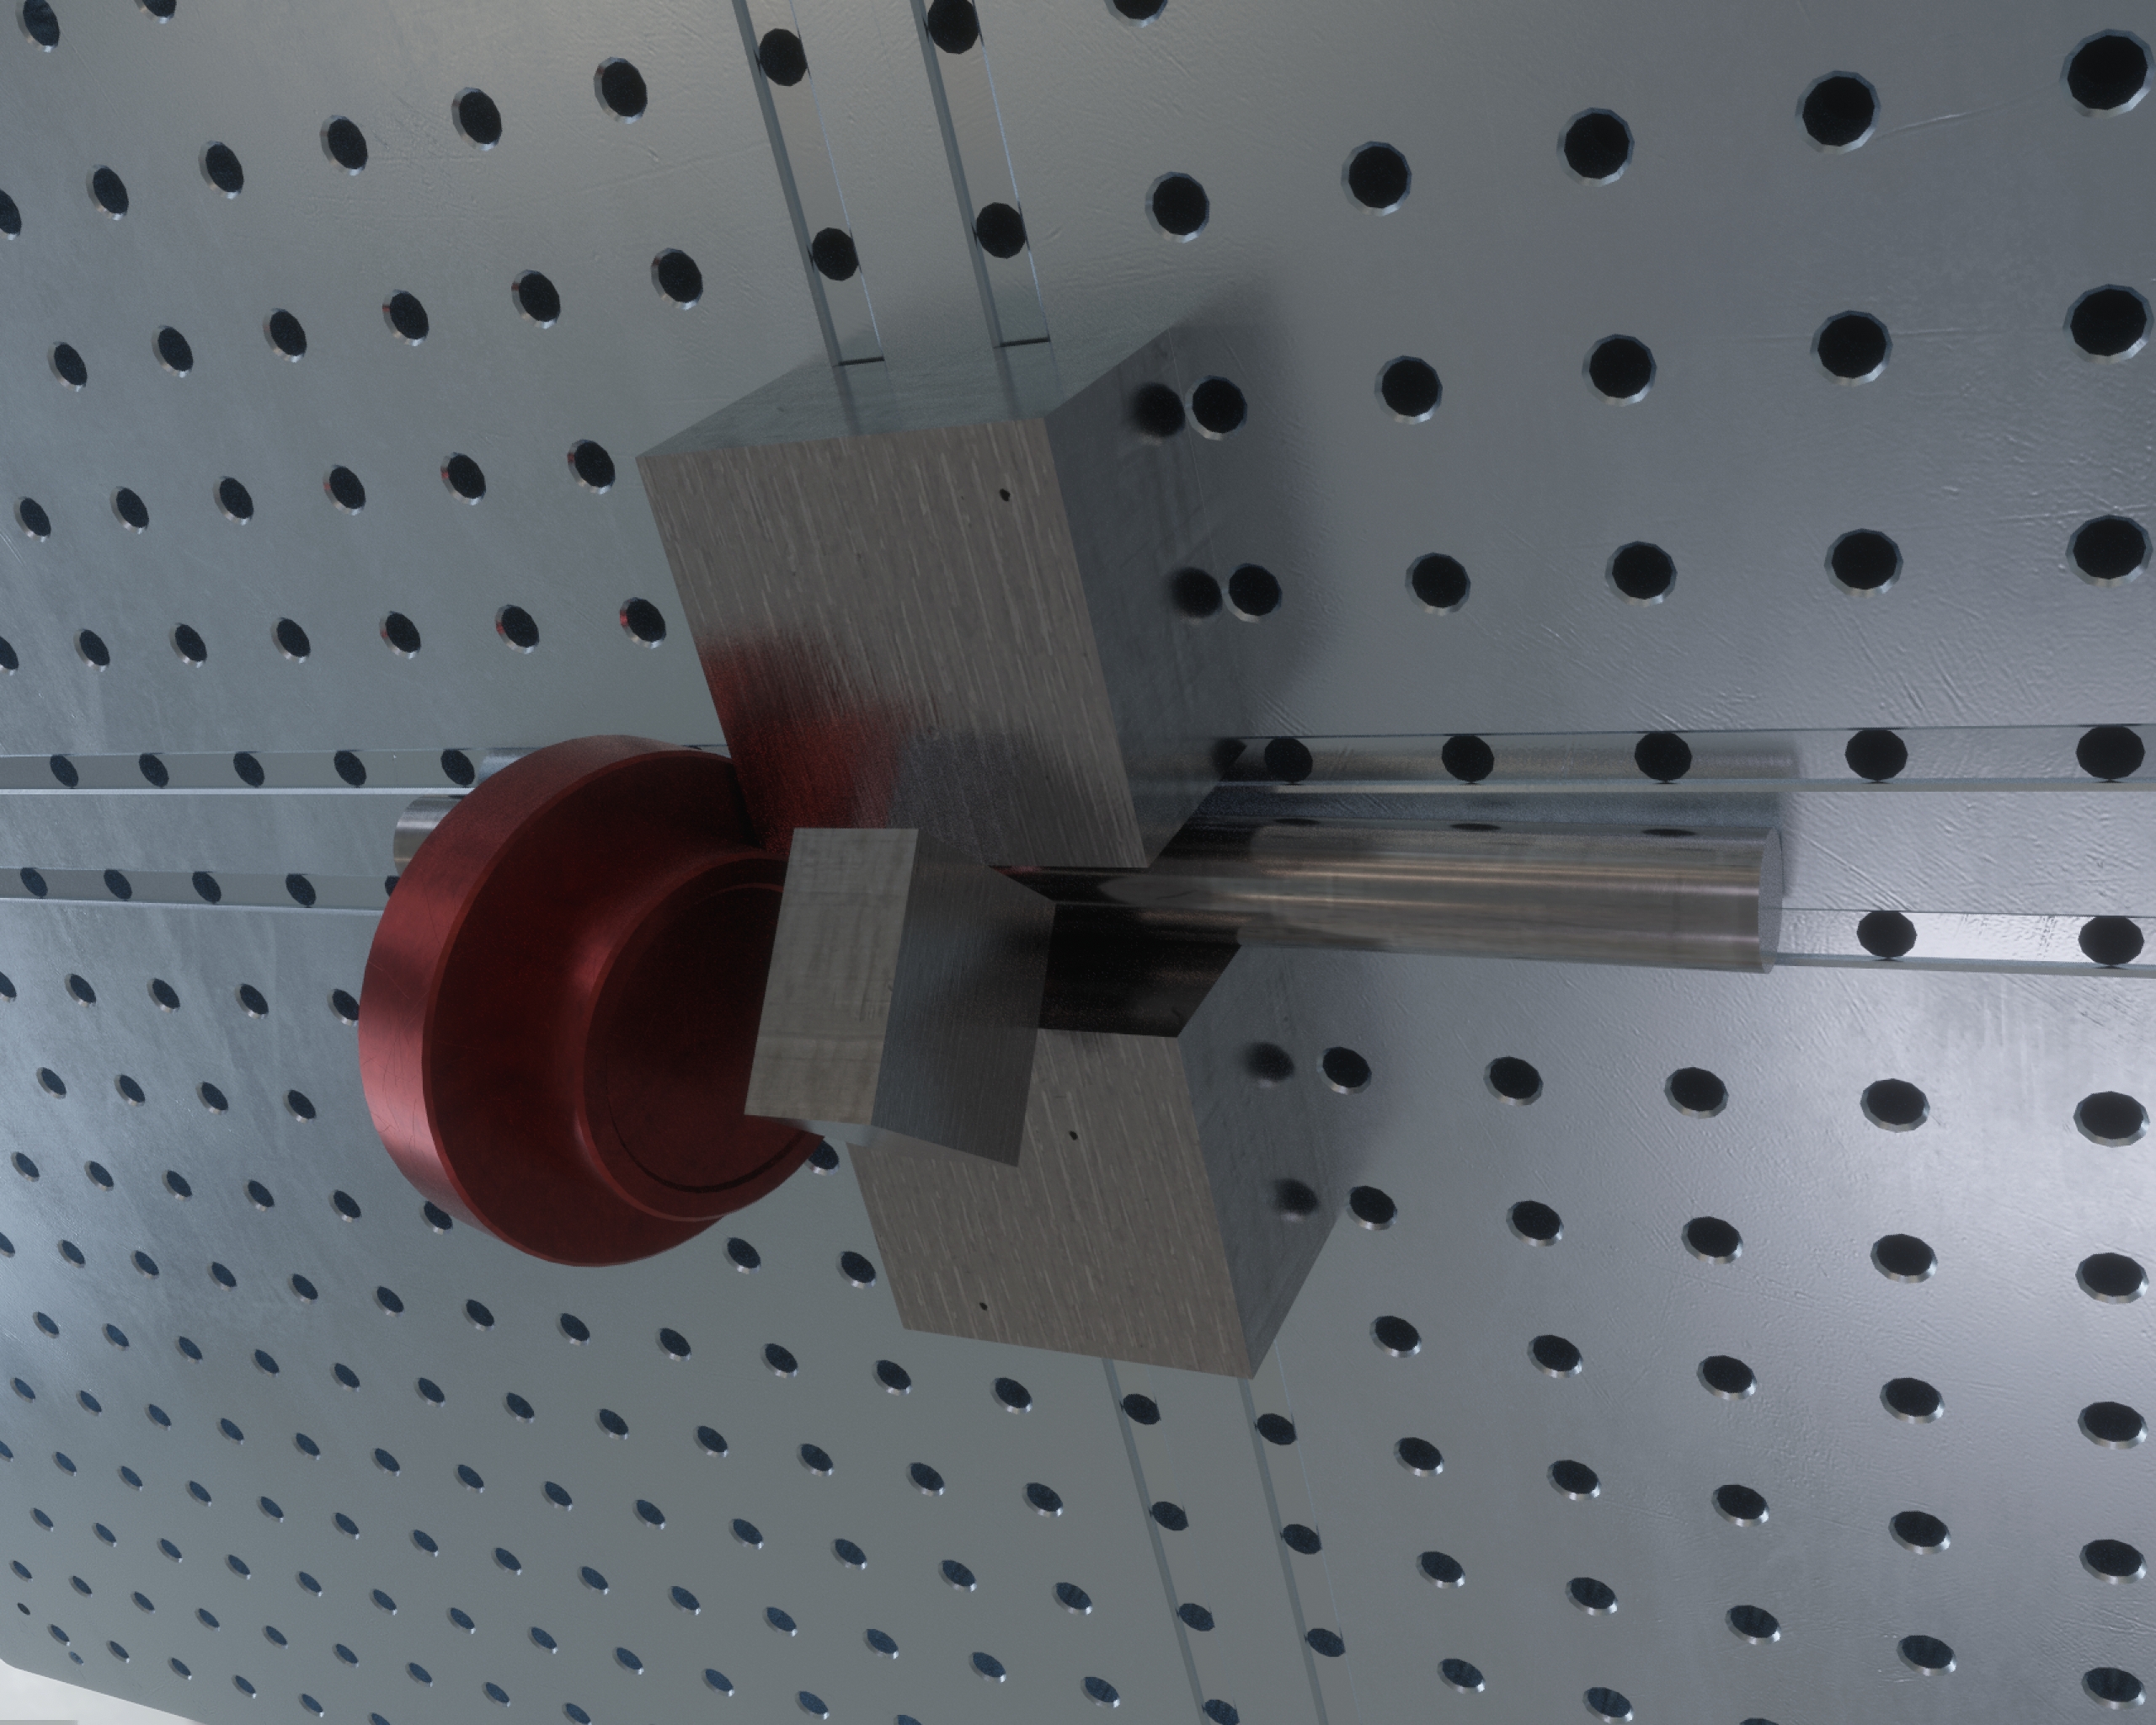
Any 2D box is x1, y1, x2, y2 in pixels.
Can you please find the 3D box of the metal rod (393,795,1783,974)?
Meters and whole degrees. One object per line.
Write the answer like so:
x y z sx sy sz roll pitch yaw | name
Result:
-0.017 0.001 0.421 0.300 0.025 0.025 2 120 27 | metal rod

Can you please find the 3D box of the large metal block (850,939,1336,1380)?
0.001 0.053 0.428 0.080 0.050 0.080 1 119 27 | large metal block

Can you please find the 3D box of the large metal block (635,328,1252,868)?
-0.022 -0.046 0.378 0.080 0.050 0.080 1 119 28 | large metal block

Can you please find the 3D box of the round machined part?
-0.077 0.028 0.384 0.042 0.099 0.097 13 125 38 | round machined part

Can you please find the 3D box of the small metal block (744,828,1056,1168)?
-0.030 0.025 0.369 0.025 0.050 0.050 1 75 28 | small metal block
